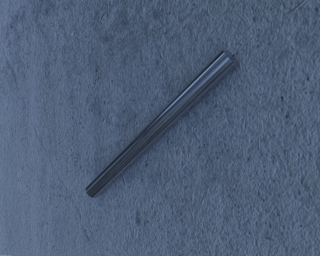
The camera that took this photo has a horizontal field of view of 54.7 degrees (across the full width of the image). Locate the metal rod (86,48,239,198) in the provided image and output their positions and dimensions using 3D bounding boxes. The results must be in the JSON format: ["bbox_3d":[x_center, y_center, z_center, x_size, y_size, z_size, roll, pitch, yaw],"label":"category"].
[{"bbox_3d":[-0.014,0.011,0.417,0.299,0.025,0.025,-44,64,30],"label":"metal rod"}]
